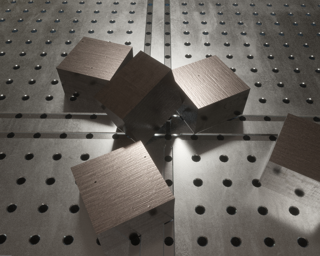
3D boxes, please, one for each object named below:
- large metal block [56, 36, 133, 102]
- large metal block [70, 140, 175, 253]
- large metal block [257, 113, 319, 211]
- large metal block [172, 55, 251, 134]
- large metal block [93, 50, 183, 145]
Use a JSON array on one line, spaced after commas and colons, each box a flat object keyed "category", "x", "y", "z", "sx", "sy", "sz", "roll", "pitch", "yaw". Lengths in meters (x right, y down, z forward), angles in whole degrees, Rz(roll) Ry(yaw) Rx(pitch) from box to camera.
[{"category": "large metal block", "x": -0.092, "y": -0.086, "z": 0.462, "sx": 0.080, "sy": 0.050, "sz": 0.080, "roll": 15, "pitch": 51, "yaw": 11}, {"category": "large metal block", "x": -0.039, "y": 0.071, "z": 0.332, "sx": 0.081, "sy": 0.050, "sz": 0.080, "roll": -21, "pitch": 53, "yaw": -17}, {"category": "large metal block", "x": 0.171, "y": 0.039, "z": 0.361, "sx": 0.080, "sy": 0.050, "sz": 0.080, "roll": 23, "pitch": 54, "yaw": 18}, {"category": "large metal block", "x": 0.064, "y": -0.049, "z": 0.433, "sx": 0.081, "sy": 0.050, "sz": 0.080, "roll": -22, "pitch": 54, "yaw": -18}, {"category": "large metal block", "x": -0.023, "y": -0.034, "z": 0.386, "sx": 0.050, "sy": 0.080, "sz": 0.080, "roll": 37, "pitch": 77, "yaw": 26}]
